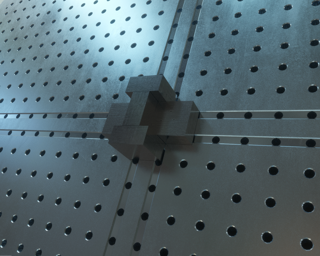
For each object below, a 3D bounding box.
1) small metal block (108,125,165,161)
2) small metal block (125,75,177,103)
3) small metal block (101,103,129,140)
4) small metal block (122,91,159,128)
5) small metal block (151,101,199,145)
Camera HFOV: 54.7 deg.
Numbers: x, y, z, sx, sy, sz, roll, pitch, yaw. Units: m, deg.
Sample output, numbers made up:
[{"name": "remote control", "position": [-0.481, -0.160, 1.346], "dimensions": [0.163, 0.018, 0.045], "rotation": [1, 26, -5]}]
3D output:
[{"name": "small metal block", "position": [-0.028, 0.020, 0.393], "dimensions": [0.050, 0.050, 0.025], "rotation": [1, 62, 28]}, {"name": "small metal block", "position": [-0.011, -0.047, 0.425], "dimensions": [0.050, 0.050, 0.025], "rotation": [1, 62, 28]}, {"name": "small metal block", "position": [-0.048, -0.008, 0.436], "dimensions": [0.050, 0.025, 0.050], "rotation": [1, 62, 28]}, {"name": "small metal block", "position": [-0.020, -0.013, 0.409], "dimensions": [0.025, 0.050, 0.050], "rotation": [1, 62, 28]}, {"name": "small metal block", "position": [0.019, -0.007, 0.401], "dimensions": [0.050, 0.025, 0.050], "rotation": [1, 62, 28]}]
